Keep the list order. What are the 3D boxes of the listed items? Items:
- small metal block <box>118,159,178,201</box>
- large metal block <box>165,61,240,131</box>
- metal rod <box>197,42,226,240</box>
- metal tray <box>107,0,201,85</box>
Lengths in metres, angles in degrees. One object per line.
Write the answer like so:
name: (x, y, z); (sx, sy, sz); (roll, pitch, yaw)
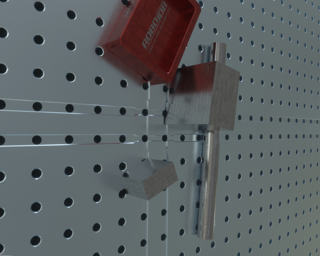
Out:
small metal block: (-0.015, 0.062, 0.382); (0.050, 0.050, 0.025); (-27, 107, -37)
large metal block: (0.057, -0.040, 0.423); (0.050, 0.080, 0.080); (13, 82, -40)
metal rod: (0.080, 0.017, 0.479); (0.025, 0.025, 0.298); (8, 85, -40)
metal tray: (-0.003, -0.134, 0.404); (0.090, 0.030, 0.130); (34, 69, -35)
